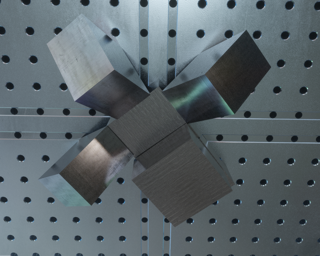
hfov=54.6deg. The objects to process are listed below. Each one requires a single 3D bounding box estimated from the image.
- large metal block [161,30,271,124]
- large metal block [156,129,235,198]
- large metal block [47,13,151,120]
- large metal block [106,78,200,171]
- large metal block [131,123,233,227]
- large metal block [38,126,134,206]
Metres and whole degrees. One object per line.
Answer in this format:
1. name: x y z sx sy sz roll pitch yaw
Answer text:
1. large metal block: 0.062 -0.054 0.348 0.050 0.080 0.080 50 63 -16
2. large metal block: 0.041 0.057 0.420 0.080 0.050 0.080 -35 105 11
3. large metal block: -0.065 -0.064 0.344 0.050 0.080 0.080 -36 67 12
4. large metal block: -0.008 -0.004 0.398 0.080 0.050 0.080 -36 106 12
5. large metal block: 0.025 0.055 0.366 0.080 0.050 0.080 -36 107 11
6. large metal block: -0.093 0.049 0.385 0.050 0.080 0.080 51 144 -15
